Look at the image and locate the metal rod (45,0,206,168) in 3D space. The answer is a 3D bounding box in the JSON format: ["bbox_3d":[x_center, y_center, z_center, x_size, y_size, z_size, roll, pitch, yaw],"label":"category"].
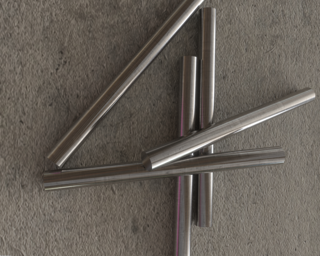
[{"bbox_3d":[-0.033,-0.075,0.396,0.025,0.025,0.300,42,77,-15],"label":"metal rod"}]

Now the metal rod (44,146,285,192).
[{"bbox_3d":[0.015,0.049,0.390,0.302,0.025,0.025,-5,92,-11],"label":"metal rod"}]

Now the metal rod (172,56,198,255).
[{"bbox_3d":[0.034,0.054,0.421,0.025,0.025,0.298,2,89,-20],"label":"metal rod"}]

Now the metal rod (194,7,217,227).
[{"bbox_3d":[0.064,-0.015,0.432,0.025,0.025,0.298,1,90,-20],"label":"metal rod"}]

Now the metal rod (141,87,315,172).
[{"bbox_3d":[0.111,-0.007,0.428,0.302,0.025,0.025,-20,97,-27],"label":"metal rod"}]
